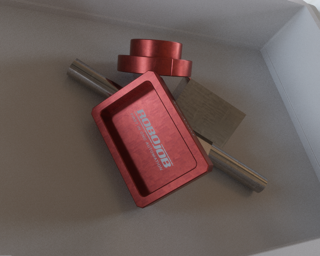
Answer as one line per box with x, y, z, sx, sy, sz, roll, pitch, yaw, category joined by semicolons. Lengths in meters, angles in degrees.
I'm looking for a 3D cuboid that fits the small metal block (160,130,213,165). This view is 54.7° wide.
0.030;0.024;0.390;0.050;0.050;0.025;33;51;-7;small metal block

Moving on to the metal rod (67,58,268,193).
0.015;0.001;0.413;0.301;0.025;0.025;32;51;-8;metal rod

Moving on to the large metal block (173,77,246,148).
0.055;-0.024;0.409;0.080;0.050;0.080;32;9;-8;large metal block

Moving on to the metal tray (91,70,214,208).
-0.011;0.012;0.352;0.130;0.090;0.030;61;13;15;metal tray

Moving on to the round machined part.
-0.006;-0.093;0.410;0.099;0.098;0.042;-2;103;-30;round machined part
